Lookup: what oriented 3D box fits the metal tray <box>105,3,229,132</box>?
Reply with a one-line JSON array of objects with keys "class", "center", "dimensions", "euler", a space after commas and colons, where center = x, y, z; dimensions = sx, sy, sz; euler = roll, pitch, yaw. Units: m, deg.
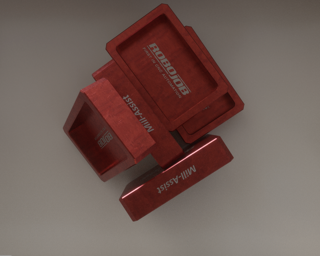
[{"class": "metal tray", "center": [0.008, -0.071, 0.377], "dimensions": [0.090, 0.030, 0.130], "euler": [-36, 90, 0]}]

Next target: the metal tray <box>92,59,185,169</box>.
[{"class": "metal tray", "center": [-0.024, -0.015, 0.376], "dimensions": [0.030, 0.090, 0.130], "euler": [-37, 90, 0]}]

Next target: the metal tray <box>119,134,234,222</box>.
[{"class": "metal tray", "center": [0.018, 0.055, 0.378], "dimensions": [0.130, 0.090, 0.030], "euler": [-32, 90, 0]}]

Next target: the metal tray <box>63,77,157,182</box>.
[{"class": "metal tray", "center": [-0.065, 0.010, 0.358], "dimensions": [0.030, 0.129, 0.090], "euler": [-37, 91, -31]}]

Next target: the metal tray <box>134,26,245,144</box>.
[{"class": "metal tray", "center": [0.037, -0.055, 0.409], "dimensions": [0.090, 0.030, 0.130], "euler": [-34, 89, 1]}]
